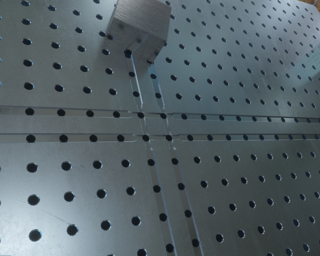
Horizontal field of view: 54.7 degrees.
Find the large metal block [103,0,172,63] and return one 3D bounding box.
[{"bbox_3d":[-0.033,-0.159,0.473,0.081,0.050,0.080,19,54,-17],"label":"large metal block"}]

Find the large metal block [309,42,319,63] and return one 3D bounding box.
[{"bbox_3d":[0.408,-0.196,0.717,0.050,0.080,0.080,48,51,5],"label":"large metal block"}]
